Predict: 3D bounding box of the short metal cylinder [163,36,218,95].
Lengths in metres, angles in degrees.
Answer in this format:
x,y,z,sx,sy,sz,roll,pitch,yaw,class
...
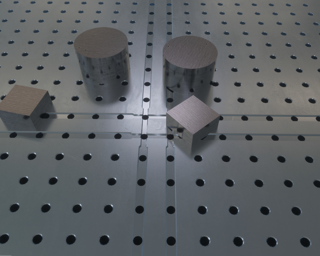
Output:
x,y,z,sx,sy,sz,roll,pitch,yaw,class
0.044,-0.097,0.473,0.081,0.050,0.080,0,50,0,short metal cylinder

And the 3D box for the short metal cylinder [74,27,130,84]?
x,y,z,sx,sy,sz,roll,pitch,yaw,class
-0.089,-0.114,0.487,0.081,0.050,0.080,0,50,0,short metal cylinder

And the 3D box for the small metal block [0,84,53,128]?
x,y,z,sx,sy,sz,roll,pitch,yaw,class
-0.188,-0.031,0.432,0.050,0.025,0.050,11,51,9,small metal block

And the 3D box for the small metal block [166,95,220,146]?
x,y,z,sx,sy,sz,roll,pitch,yaw,class
0.044,-0.011,0.417,0.050,0.025,0.050,-34,58,-25,small metal block
